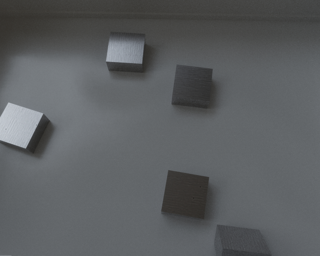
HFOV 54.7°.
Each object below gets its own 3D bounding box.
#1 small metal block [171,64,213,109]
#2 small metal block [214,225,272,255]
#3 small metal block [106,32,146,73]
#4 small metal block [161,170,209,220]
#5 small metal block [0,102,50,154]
[{"bbox_3d":[0.044,-0.058,0.431,0.050,0.025,0.050,8,70,2],"label":"small metal block"},{"bbox_3d":[0.090,0.135,0.345,0.050,0.050,0.025,7,101,2],"label":"small metal block"},{"bbox_3d":[-0.048,-0.110,0.449,0.050,0.025,0.050,4,70,1],"label":"small metal block"},{"bbox_3d":[0.030,0.083,0.380,0.050,0.025,0.050,10,70,3],"label":"small metal block"},{"bbox_3d":[-0.183,0.000,0.407,0.050,0.025,0.050,17,71,6],"label":"small metal block"}]
